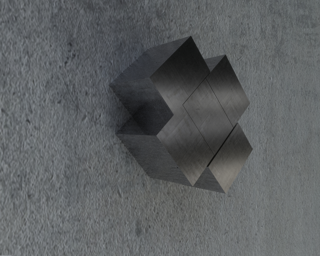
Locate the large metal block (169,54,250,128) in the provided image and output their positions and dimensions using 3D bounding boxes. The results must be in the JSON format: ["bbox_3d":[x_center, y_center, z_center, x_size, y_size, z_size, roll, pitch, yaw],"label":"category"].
[{"bbox_3d":[0.063,-0.047,0.426,0.050,0.080,0.080,-50,120,-28],"label":"large metal block"}]

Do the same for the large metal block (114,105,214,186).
[{"bbox_3d":[0.005,0.020,0.377,0.050,0.080,0.080,-50,120,-28],"label":"large metal block"}]

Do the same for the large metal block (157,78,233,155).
[{"bbox_3d":[0.034,-0.013,0.402,0.050,0.080,0.080,-50,120,-28],"label":"large metal block"}]

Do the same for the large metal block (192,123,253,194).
[{"bbox_3d":[0.067,0.038,0.430,0.080,0.080,0.050,-50,120,-29],"label":"large metal block"}]

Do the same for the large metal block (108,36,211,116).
[{"bbox_3d":[-0.001,-0.060,0.372,0.080,0.080,0.050,-50,120,-29],"label":"large metal block"}]
